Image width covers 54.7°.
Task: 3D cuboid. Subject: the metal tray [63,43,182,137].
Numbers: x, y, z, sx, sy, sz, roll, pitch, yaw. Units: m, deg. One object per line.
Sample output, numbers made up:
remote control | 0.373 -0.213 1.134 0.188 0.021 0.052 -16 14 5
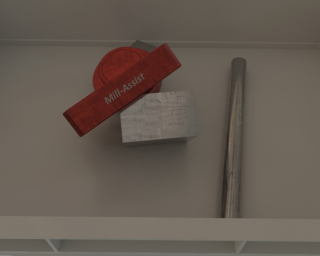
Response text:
metal tray | -0.044 -0.041 0.359 0.130 0.090 0.030 -36 97 -8

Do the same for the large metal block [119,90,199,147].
large metal block | -0.004 -0.008 0.367 0.081 0.080 0.050 -5 83 -5

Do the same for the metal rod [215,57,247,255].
metal rod | 0.096 0.010 0.397 0.025 0.025 0.300 9 50 7

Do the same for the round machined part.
round machined part | -0.049 -0.076 0.440 0.099 0.042 0.098 -3 65 7

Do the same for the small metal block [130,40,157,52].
small metal block | -0.029 -0.111 0.498 0.050 0.025 0.050 25 54 19
